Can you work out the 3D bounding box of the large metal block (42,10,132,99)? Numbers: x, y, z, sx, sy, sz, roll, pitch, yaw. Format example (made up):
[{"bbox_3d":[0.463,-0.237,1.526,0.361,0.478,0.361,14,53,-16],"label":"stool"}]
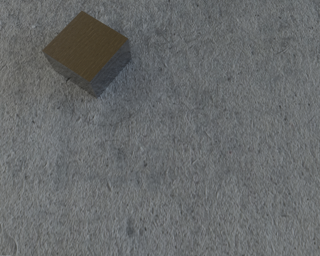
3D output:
[{"bbox_3d":[-0.098,-0.101,0.431,0.080,0.050,0.080,33,73,11],"label":"large metal block"}]
